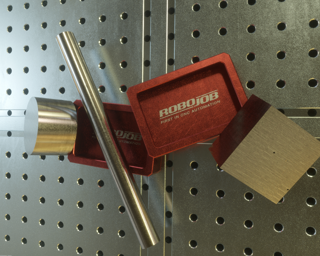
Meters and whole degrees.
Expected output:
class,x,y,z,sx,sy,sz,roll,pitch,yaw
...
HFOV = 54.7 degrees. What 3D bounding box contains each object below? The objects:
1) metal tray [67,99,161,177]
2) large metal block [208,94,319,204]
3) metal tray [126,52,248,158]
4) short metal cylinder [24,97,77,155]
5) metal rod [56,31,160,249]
class,x,y,z,sx,sy,sz,roll,pitch,yaw
metal tray,-0.062,0.011,0.431,0.130,0.030,0.089,7,92,19
large metal block,0.115,0.022,0.340,0.080,0.050,0.080,33,103,-15
metal tray,0.036,-0.026,0.377,0.131,0.030,0.090,-20,83,2
short metal cylinder,-0.155,-0.001,0.435,0.080,0.050,0.080,-8,80,54
metal rod,-0.071,0.009,0.406,0.025,0.025,0.299,-27,81,18
